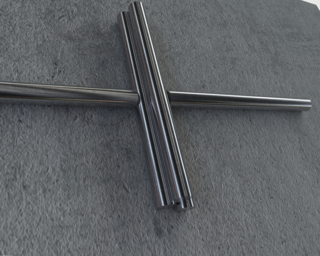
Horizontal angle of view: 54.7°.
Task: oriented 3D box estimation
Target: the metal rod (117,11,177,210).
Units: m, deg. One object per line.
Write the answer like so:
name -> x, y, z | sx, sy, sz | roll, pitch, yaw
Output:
metal rod -> -0.024, -0.041, 0.419 | 0.025, 0.025, 0.299 | 1, 61, -28

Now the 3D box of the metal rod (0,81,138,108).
metal rod -> -0.167, -0.039, 0.339 | 0.303, 0.025, 0.025 | 0, 62, -28

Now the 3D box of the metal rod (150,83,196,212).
metal rod -> -0.001, -0.035, 0.429 | 0.025, 0.025, 0.299 | 1, 61, -28

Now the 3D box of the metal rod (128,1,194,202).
metal rod -> -0.005, -0.052, 0.410 | 0.025, 0.025, 0.299 | 1, 61, -28

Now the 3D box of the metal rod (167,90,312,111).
metal rod -> 0.142, -0.043, 0.510 | 0.303, 0.025, 0.025 | -1, 62, -29
